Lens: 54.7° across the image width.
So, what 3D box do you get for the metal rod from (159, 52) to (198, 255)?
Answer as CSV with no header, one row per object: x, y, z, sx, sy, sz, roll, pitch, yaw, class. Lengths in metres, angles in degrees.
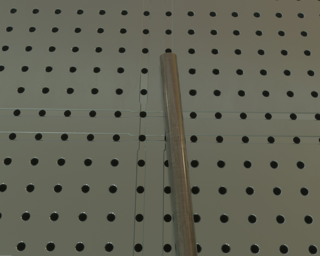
0.023,0.038,0.398,0.025,0.025,0.299,-4,70,-2,metal rod
